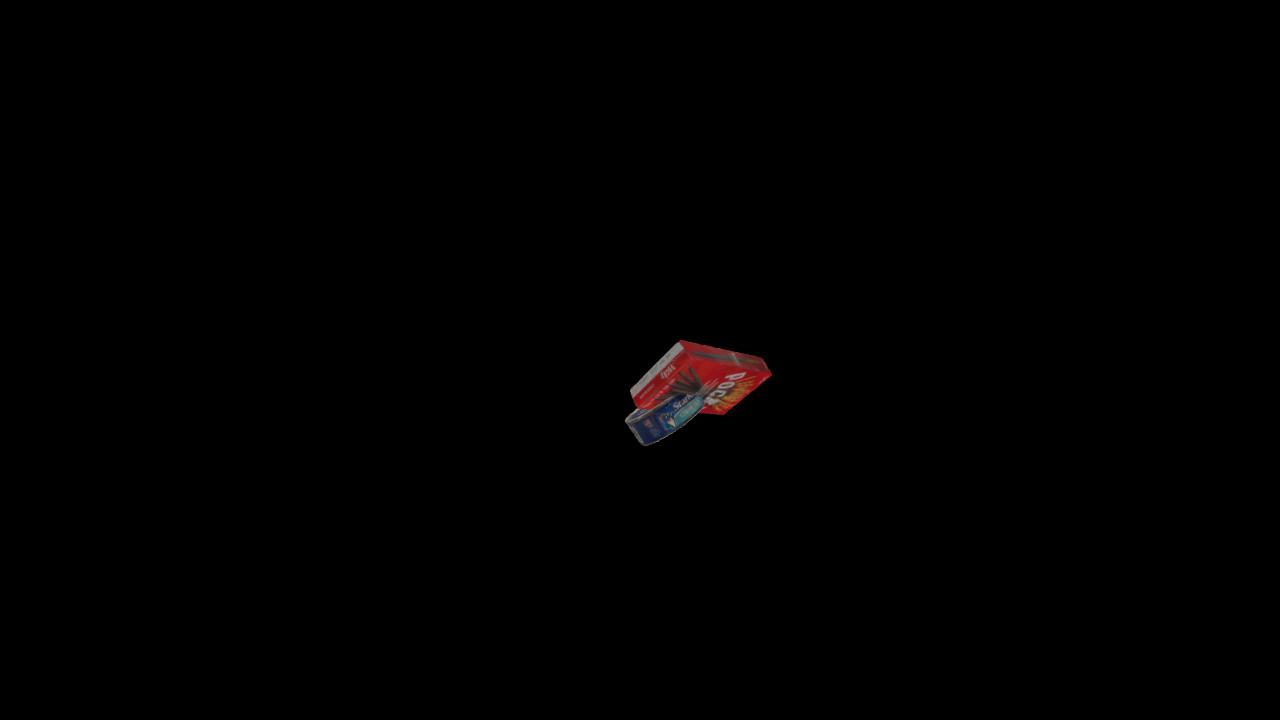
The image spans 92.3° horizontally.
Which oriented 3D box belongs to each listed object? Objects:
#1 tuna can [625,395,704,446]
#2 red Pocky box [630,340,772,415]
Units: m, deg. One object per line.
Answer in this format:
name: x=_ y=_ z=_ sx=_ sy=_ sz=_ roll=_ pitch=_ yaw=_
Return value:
tuna can: x=0.027 y=0.056 z=0.658 sx=0.084 sy=0.034 sz=0.084 roll=-34 pitch=3 yaw=2
red Pocky box: x=0.069 y=0.023 z=0.655 sx=0.155 sy=0.028 sz=0.083 roll=9 pitch=-47 yaw=-47
